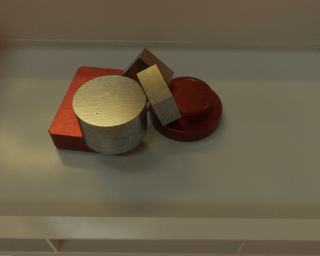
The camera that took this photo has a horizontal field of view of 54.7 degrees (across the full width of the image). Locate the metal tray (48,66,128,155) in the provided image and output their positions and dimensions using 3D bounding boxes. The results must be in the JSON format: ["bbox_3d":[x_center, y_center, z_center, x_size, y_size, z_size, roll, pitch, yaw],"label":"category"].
[{"bbox_3d":[-0.082,-0.028,0.420,0.091,0.030,0.130,6,50,4],"label":"metal tray"}]

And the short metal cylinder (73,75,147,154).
[{"bbox_3d":[-0.056,-0.016,0.361,0.081,0.050,0.080,0,50,0],"label":"short metal cylinder"}]

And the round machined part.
[{"bbox_3d":[0.035,-0.032,0.419,0.099,0.042,0.098,0,50,0],"label":"round machined part"}]

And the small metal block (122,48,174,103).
[{"bbox_3d":[-0.018,-0.069,0.411,0.050,0.050,0.025,38,44,-17],"label":"small metal block"}]

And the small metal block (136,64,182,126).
[{"bbox_3d":[0.000,-0.038,0.368,0.025,0.050,0.050,-26,60,2],"label":"small metal block"}]
